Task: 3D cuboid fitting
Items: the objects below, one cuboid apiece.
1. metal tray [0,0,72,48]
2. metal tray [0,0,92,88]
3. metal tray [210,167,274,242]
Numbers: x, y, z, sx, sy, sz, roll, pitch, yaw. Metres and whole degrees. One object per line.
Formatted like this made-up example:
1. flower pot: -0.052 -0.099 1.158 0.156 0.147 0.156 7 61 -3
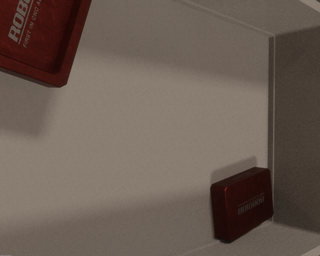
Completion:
1. metal tray: -0.145 -0.131 0.282 0.131 0.030 0.089 5 87 -40
2. metal tray: -0.111 -0.109 0.267 0.091 0.030 0.129 19 84 -40
3. metal tray: 0.143 0.125 0.527 0.131 0.030 0.089 -11 97 -40
